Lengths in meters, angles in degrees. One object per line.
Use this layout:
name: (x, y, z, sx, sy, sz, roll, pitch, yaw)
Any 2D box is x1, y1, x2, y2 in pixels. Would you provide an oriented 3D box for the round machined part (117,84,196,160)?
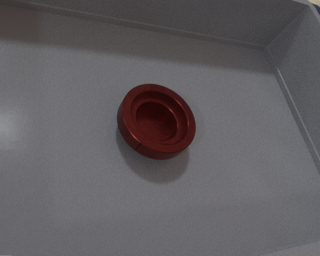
round machined part: (-0.008, -0.004, 0.393, 0.099, 0.042, 0.098, 13, 56, -21)
